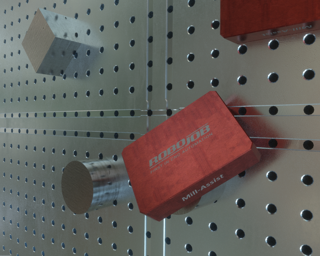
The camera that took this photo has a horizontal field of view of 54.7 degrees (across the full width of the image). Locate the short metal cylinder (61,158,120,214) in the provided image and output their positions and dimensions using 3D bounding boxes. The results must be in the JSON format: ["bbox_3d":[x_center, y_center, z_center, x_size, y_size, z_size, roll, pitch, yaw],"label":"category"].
[{"bbox_3d":[-0.109,0.089,0.483,0.080,0.050,0.079,0,90,40],"label":"short metal cylinder"}]

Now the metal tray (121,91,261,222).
[{"bbox_3d":[0.028,0.029,0.335,0.130,0.030,0.090,-34,48,10],"label":"metal tray"}]

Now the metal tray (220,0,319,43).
[{"bbox_3d":[0.124,-0.140,0.304,0.130,0.030,0.089,1,91,40],"label":"metal tray"}]

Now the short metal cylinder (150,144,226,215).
[{"bbox_3d":[0.031,0.057,0.368,0.080,0.050,0.079,0,90,40],"label":"short metal cylinder"}]

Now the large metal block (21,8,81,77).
[{"bbox_3d":[-0.196,-0.152,0.555,0.080,0.050,0.080,-48,62,29],"label":"large metal block"}]
